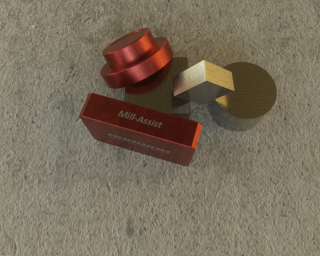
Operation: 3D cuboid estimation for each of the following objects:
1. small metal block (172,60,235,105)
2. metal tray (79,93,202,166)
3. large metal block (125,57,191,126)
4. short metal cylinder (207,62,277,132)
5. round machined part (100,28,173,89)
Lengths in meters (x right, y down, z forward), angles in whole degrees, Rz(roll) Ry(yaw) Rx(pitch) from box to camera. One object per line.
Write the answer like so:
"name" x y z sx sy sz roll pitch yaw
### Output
"small metal block" 0.051 -0.052 0.367 0.050 0.050 0.025 11 67 -41
"metal tray" -0.021 0.005 0.372 0.131 0.090 0.030 16 71 5
"large metal block" -0.004 -0.046 0.414 0.081 0.050 0.080 -1 70 -1
"short metal cylinder" 0.106 -0.040 0.412 0.081 0.050 0.080 0 70 0
"round machined part" -0.036 -0.096 0.405 0.098 0.098 0.042 -35 118 -12
